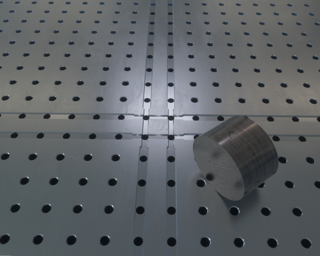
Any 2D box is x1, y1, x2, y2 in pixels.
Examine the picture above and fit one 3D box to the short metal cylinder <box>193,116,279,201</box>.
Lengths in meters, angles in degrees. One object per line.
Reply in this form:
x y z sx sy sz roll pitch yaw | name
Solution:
0.082 0.033 0.345 0.050 0.080 0.080 -29 56 -22 | short metal cylinder
